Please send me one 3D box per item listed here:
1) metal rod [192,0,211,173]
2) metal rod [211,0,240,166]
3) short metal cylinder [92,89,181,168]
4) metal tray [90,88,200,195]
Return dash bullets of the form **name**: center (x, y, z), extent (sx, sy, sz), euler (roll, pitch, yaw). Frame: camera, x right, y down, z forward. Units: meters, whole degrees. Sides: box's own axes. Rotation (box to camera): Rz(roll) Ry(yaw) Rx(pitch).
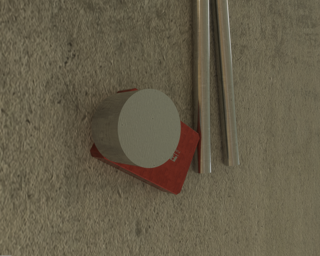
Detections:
- **metal rod**: center (0.061, -0.084, 0.458), extent (0.025, 0.025, 0.298), euler (-2, 91, -40)
- **metal rod**: center (0.103, -0.089, 0.493), extent (0.025, 0.025, 0.298), euler (-9, 96, -40)
- **short metal cylinder**: center (-0.024, 0.000, 0.330), extent (0.081, 0.050, 0.079), euler (0, 90, -40)
- **metal tray**: center (-0.012, 0.020, 0.393), extent (0.130, 0.030, 0.090), euler (34, 69, -35)
